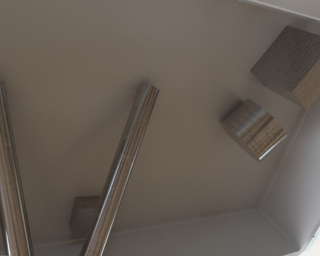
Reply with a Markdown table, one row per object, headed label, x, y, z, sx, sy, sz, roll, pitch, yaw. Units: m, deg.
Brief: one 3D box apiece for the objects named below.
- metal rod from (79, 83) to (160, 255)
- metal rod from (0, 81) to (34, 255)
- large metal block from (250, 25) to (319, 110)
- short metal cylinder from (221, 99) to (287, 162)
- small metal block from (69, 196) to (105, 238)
| label | x | y | z | sx | sy | sz | roll | pitch | yaw |
| --- | --- | --- | --- | --- | --- | --- | --- | --- | --- |
| metal rod | -0.060 | 0.091 | 0.354 | 0.025 | 0.025 | 0.299 | 25 | 79 | -37 |
| metal rod | -0.144 | 0.104 | 0.309 | 0.025 | 0.025 | 0.298 | -9 | 95 | -24 |
| large metal block | 0.188 | -0.084 | 0.426 | 0.050 | 0.080 | 0.080 | 31 | 101 | -38 |
| short metal cylinder | 0.135 | 0.004 | 0.452 | 0.050 | 0.080 | 0.080 | -44 | 130 | 2 |
| small metal block | -0.096 | 0.123 | 0.434 | 0.050 | 0.025 | 0.050 | 3 | 117 | -31 |
